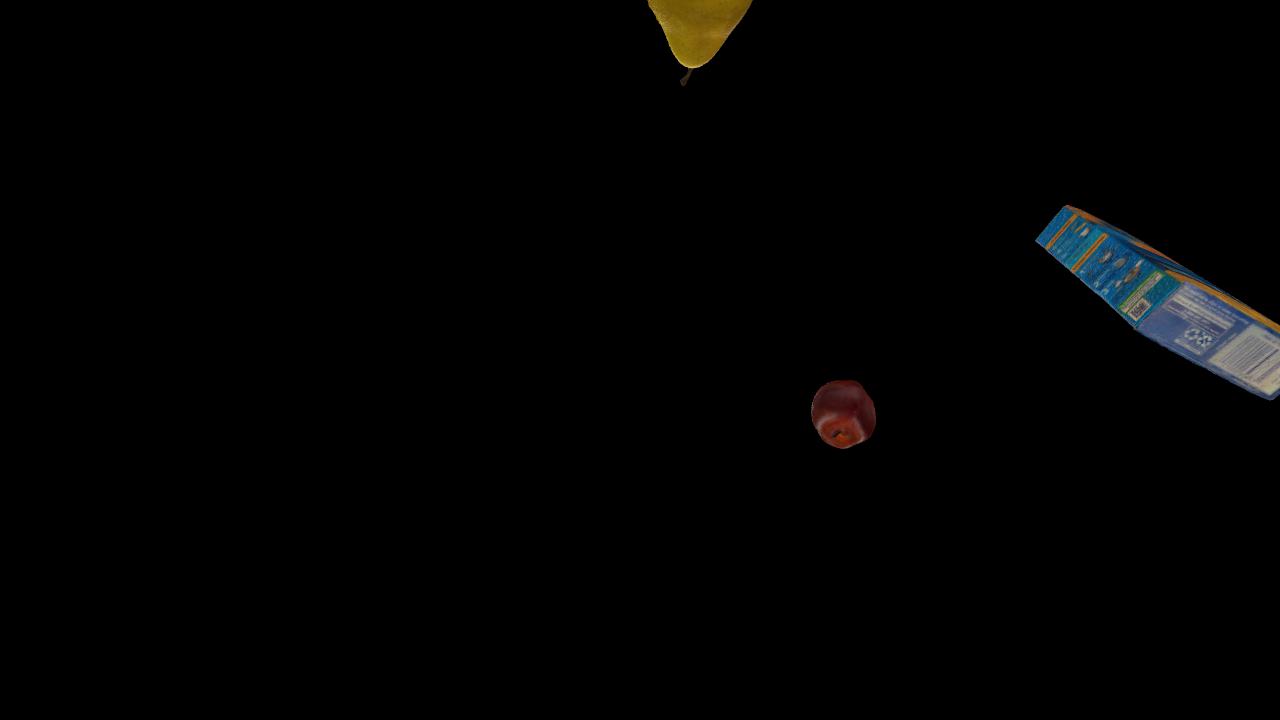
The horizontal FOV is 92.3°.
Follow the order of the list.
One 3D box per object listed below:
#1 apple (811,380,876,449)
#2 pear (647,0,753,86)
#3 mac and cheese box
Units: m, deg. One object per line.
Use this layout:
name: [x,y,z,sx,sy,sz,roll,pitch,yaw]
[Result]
apple: [0.250,0.065,0.760,0.079,0.079,0.093,0,36,29]
pear: [0.046,-0.256,0.455,0.080,0.080,0.111,0,-40,10]
mac and cheese box: [0.352,-0.050,0.423,0.093,0.041,0.184,27,31,0]
